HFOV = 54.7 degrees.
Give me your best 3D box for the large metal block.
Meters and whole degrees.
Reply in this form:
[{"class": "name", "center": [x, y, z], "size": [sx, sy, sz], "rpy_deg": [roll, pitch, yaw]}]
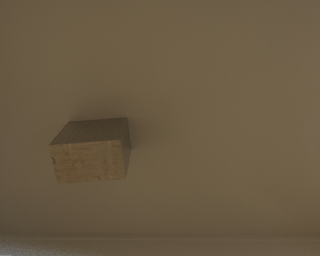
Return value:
[{"class": "large metal block", "center": [-0.082, 0.025, 0.390], "size": [0.081, 0.080, 0.050], "rpy_deg": [-5, 110, 1]}]
